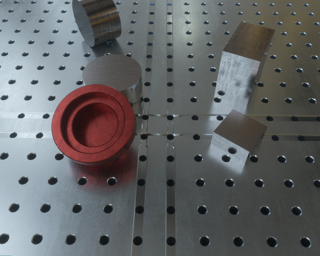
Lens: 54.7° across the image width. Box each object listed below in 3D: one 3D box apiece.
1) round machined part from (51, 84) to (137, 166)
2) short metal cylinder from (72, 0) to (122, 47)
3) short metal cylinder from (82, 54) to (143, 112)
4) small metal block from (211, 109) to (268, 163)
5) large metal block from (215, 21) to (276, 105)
[{"bbox_3d":[-0.078,-0.001,0.382,0.099,0.042,0.098,-1,72,4],"label":"round machined part"},{"bbox_3d":[-0.108,-0.185,0.527,0.050,0.080,0.080,-27,55,-21],"label":"short metal cylinder"},{"bbox_3d":[-0.065,-0.060,0.441,0.080,0.050,0.080,0,50,0],"label":"short metal cylinder"},{"bbox_3d":[0.102,0.009,0.400,0.050,0.025,0.050,31,56,23],"label":"small metal block"},{"bbox_3d":[0.123,-0.094,0.452,0.050,0.080,0.080,21,53,17],"label":"large metal block"}]
